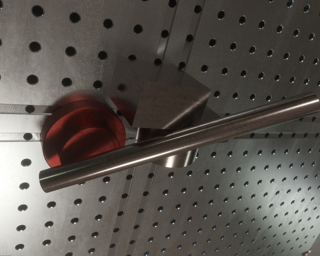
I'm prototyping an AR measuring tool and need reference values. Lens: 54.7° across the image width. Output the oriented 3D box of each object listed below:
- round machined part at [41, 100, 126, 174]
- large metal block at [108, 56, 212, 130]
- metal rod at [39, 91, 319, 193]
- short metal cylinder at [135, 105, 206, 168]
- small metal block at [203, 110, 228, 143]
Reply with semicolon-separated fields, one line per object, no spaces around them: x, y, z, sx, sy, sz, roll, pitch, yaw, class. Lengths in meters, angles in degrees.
-0.087;0.020;0.366;0.099;0.042;0.097;-14;125;-21;round machined part
-0.003;-0.040;0.351;0.081;0.080;0.050;3;117;-30;large metal block
0.021;0.015;0.333;0.302;0.025;0.025;-16;127;0;metal rod
0.012;0.006;0.388;0.081;0.080;0.050;-2;119;-28;short metal cylinder
0.063;-0.002;0.430;0.050;0.050;0.025;-3;120;-28;small metal block
